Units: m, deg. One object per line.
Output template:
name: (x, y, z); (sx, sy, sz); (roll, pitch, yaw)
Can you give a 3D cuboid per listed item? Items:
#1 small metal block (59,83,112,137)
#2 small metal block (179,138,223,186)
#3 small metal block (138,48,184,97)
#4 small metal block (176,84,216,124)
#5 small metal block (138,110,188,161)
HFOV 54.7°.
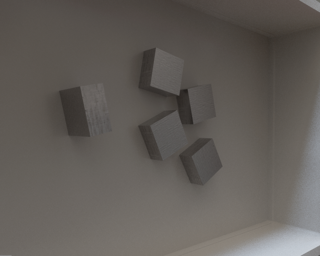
small metal block: (-0.079, -0.018, 0.326); (0.025, 0.050, 0.050); (-16, 101, -39)
small metal block: (0.062, 0.049, 0.461); (0.050, 0.025, 0.050); (-36, 112, -34)
small metal block: (0.002, -0.072, 0.410); (0.050, 0.025, 0.050); (13, 82, -40)
small metal block: (0.053, -0.035, 0.453); (0.050, 0.025, 0.050); (-18, 101, -39)
small metal block: (0.005, 0.009, 0.413); (0.050, 0.025, 0.050); (-31, 110, -36)
